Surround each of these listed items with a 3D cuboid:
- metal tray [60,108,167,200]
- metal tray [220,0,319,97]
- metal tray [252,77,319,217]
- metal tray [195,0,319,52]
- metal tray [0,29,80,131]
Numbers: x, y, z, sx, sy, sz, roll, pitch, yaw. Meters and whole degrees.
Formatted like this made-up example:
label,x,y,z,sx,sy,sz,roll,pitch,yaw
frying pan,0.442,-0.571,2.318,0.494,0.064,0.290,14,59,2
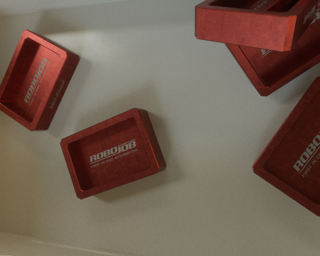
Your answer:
label,x,y,z,sx,sy,sz,roll,pitch,yaw
metal tray,-0.067,0.036,0.430,0.130,0.030,0.090,-22,83,18
metal tray,0.142,-0.104,0.329,0.130,0.030,0.090,-35,121,16
metal tray,0.178,0.019,0.345,0.090,0.030,0.129,35,101,16
metal tray,0.104,-0.120,0.314,0.090,0.131,0.030,18,131,28
metal tray,-0.190,-0.071,0.472,0.090,0.030,0.129,30,100,17
